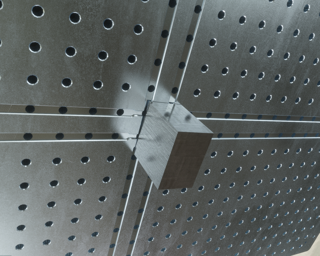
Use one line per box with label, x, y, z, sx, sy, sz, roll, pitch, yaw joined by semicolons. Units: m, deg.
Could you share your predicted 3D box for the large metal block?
large metal block;0.013;0.021;0.396;0.050;0.080;0.079;3;117;-30
